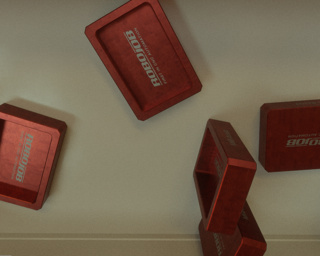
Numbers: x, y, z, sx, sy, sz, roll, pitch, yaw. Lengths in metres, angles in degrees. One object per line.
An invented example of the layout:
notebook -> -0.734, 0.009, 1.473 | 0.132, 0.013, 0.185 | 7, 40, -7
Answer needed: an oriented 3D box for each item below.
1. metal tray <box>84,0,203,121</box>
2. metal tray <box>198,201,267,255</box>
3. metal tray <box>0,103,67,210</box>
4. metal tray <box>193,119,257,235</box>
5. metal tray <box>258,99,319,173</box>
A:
metal tray -> -0.017, -0.084, 0.377 | 0.090, 0.030, 0.130 | -28, 108, 9
metal tray -> 0.088, 0.141, 0.409 | 0.030, 0.130, 0.089 | 19, 109, -7
metal tray -> -0.189, 0.041, 0.421 | 0.091, 0.030, 0.129 | 18, 109, -7
metal tray -> 0.072, 0.052, 0.376 | 0.030, 0.130, 0.089 | 11, 110, -4
metal tray -> 0.203, 0.009, 0.415 | 0.131, 0.030, 0.089 | -4, 110, 1
